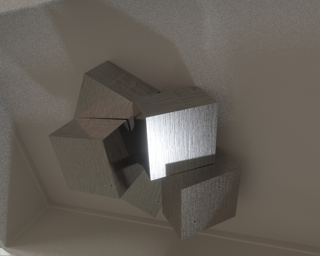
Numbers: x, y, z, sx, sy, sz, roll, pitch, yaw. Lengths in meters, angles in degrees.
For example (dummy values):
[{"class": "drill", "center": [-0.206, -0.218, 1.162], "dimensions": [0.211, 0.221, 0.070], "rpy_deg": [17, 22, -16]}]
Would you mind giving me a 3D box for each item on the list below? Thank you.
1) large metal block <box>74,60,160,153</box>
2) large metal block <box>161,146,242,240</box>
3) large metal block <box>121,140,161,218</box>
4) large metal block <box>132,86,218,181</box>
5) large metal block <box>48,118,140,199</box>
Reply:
[{"class": "large metal block", "center": [-0.059, -0.027, 0.404], "dimensions": [0.080, 0.050, 0.079], "rpy_deg": [31, 128, 7]}, {"class": "large metal block", "center": [0.049, 0.079, 0.384], "dimensions": [0.050, 0.081, 0.079], "rpy_deg": [45, 144, 51]}, {"class": "large metal block", "center": [-0.022, 0.067, 0.438], "dimensions": [0.080, 0.050, 0.079], "rpy_deg": [26, 128, 11]}, {"class": "large metal block", "center": [0.017, 0.004, 0.356], "dimensions": [0.081, 0.050, 0.079], "rpy_deg": [-13, 122, -17]}, {"class": "large metal block", "center": [-0.079, 0.035, 0.386], "dimensions": [0.080, 0.050, 0.079], "rpy_deg": [3, 119, 27]}]
